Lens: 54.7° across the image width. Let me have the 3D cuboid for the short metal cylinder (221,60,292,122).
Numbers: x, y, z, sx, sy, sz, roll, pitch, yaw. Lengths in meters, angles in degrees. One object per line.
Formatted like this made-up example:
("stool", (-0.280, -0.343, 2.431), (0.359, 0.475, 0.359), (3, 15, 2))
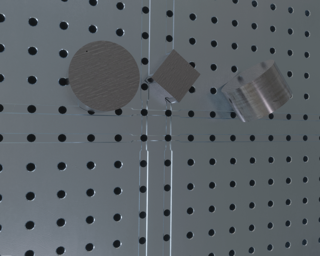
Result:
("short metal cylinder", (0.134, -0.052, 0.433), (0.080, 0.080, 0.050), (-38, 103, -16))

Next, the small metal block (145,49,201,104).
("small metal block", (0.018, -0.069, 0.419), (0.050, 0.025, 0.050), (40, 77, -16))

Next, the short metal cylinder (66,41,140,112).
("short metal cylinder", (-0.070, -0.059, 0.373), (0.081, 0.050, 0.079), (0, 90, -20))
